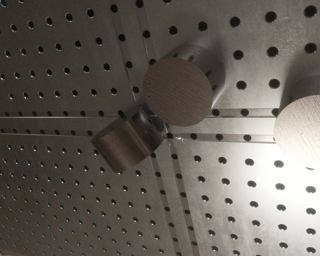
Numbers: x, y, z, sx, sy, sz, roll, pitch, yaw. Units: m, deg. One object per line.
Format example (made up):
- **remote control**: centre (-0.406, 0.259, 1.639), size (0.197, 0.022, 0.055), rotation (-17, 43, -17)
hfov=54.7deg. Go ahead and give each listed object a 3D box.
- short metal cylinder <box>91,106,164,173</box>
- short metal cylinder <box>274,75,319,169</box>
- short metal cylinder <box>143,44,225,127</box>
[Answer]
- **short metal cylinder**: centre (-0.042, 0.014, 0.405), size (0.080, 0.080, 0.050), rotation (-25, 105, 36)
- **short metal cylinder**: centre (0.159, -0.006, 0.308), size (0.080, 0.050, 0.079), rotation (13, 124, 20)
- **short metal cylinder**: centre (0.028, -0.048, 0.350), size (0.080, 0.050, 0.079), rotation (13, 124, 20)
